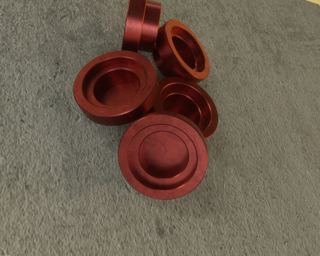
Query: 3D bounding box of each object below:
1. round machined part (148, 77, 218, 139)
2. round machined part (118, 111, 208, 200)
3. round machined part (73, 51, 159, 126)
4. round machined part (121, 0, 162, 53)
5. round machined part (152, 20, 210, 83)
[{"bbox_3d":[0.025,-0.018,0.417,0.099,0.042,0.098,14,56,-21],"label":"round machined part"},{"bbox_3d":[0.005,0.028,0.355,0.098,0.098,0.042,40,15,-2],"label":"round machined part"},{"bbox_3d":[-0.050,-0.043,0.374,0.098,0.042,0.098,-4,58,7],"label":"round machined part"},{"bbox_3d":[-0.025,-0.141,0.425,0.042,0.097,0.098,9,57,-9],"label":"round machined part"},{"bbox_3d":[0.027,-0.106,0.459,0.098,0.042,0.098,29,47,-36],"label":"round machined part"}]
